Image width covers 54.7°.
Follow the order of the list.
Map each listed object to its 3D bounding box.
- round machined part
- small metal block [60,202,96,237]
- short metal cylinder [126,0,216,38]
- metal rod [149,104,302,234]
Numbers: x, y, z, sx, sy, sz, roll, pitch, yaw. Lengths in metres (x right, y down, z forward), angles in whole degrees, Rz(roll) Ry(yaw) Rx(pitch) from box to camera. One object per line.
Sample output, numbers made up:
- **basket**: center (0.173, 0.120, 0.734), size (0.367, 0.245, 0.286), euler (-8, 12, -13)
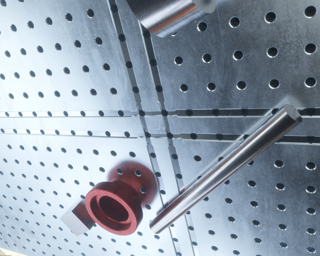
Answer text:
- **round machined part**: center (-0.071, 0.127, 0.515), size (0.098, 0.042, 0.097), euler (13, 124, 20)
- **small metal block**: center (-0.159, 0.179, 0.603), size (0.050, 0.025, 0.050), euler (49, 128, -7)
- **short metal cylinder**: center (0.009, -0.132, 0.288), size (0.050, 0.080, 0.080), euler (-20, 108, 35)
- **metal rod**: center (0.067, 0.074, 0.420), size (0.025, 0.025, 0.298), euler (40, 129, 1)
